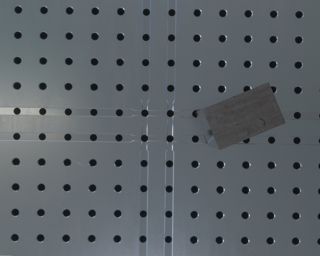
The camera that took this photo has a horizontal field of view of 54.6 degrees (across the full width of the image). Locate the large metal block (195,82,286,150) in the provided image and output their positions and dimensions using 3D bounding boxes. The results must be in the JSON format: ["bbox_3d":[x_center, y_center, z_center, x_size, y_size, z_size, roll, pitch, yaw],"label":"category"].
[{"bbox_3d":[0.094,-0.014,0.386,0.080,0.080,0.050,-22,90,0],"label":"large metal block"}]
